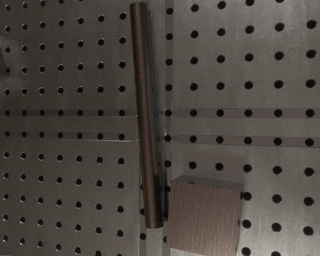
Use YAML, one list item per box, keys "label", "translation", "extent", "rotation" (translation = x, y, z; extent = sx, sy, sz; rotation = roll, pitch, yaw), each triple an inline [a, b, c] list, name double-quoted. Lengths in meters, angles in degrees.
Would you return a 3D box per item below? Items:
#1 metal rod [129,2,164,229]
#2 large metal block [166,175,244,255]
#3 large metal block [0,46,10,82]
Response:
- label: "metal rod"
  translation: [-0.018, -0.018, 0.417]
  extent: [0.025, 0.025, 0.298]
  rotation: [-5, 88, 19]
- label: "large metal block"
  translation: [0.056, 0.106, 0.379]
  extent: [0.080, 0.050, 0.079]
  rotation: [5, 92, 19]
- label: "large metal block"
  translation: [-0.305, -0.107, 0.505]
  extent: [0.080, 0.050, 0.080]
  rotation: [-21, 83, 18]
